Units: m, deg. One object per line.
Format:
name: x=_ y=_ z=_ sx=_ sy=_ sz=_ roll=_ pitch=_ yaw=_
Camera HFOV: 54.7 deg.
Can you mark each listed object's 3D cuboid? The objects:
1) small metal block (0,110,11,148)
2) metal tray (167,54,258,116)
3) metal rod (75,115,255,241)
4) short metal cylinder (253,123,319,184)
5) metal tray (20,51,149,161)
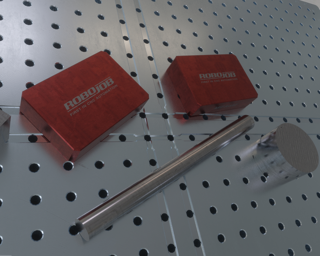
small metal block: x=-0.176 y=-0.005 z=0.300 sx=0.050 sy=0.050 sz=0.025 roll=33 pitch=52 yaw=-7
metal tray: x=0.086 y=-0.073 z=0.496 sx=0.131 sy=0.030 sz=0.090 roll=-11 pitch=67 yaw=-33
metal rod: x=0.030 y=0.046 z=0.396 sx=0.302 sy=0.025 sz=0.025 roll=-27 pitch=77 yaw=-37
short metal cylinder: x=0.190 y=0.039 z=0.471 sx=0.081 sy=0.050 sz=0.080 roll=14 pitch=56 yaw=-21
metal tray: x=-0.087 y=-0.032 z=0.378 sx=0.090 sy=0.030 sz=0.131 roll=45 pitch=51 yaw=3
